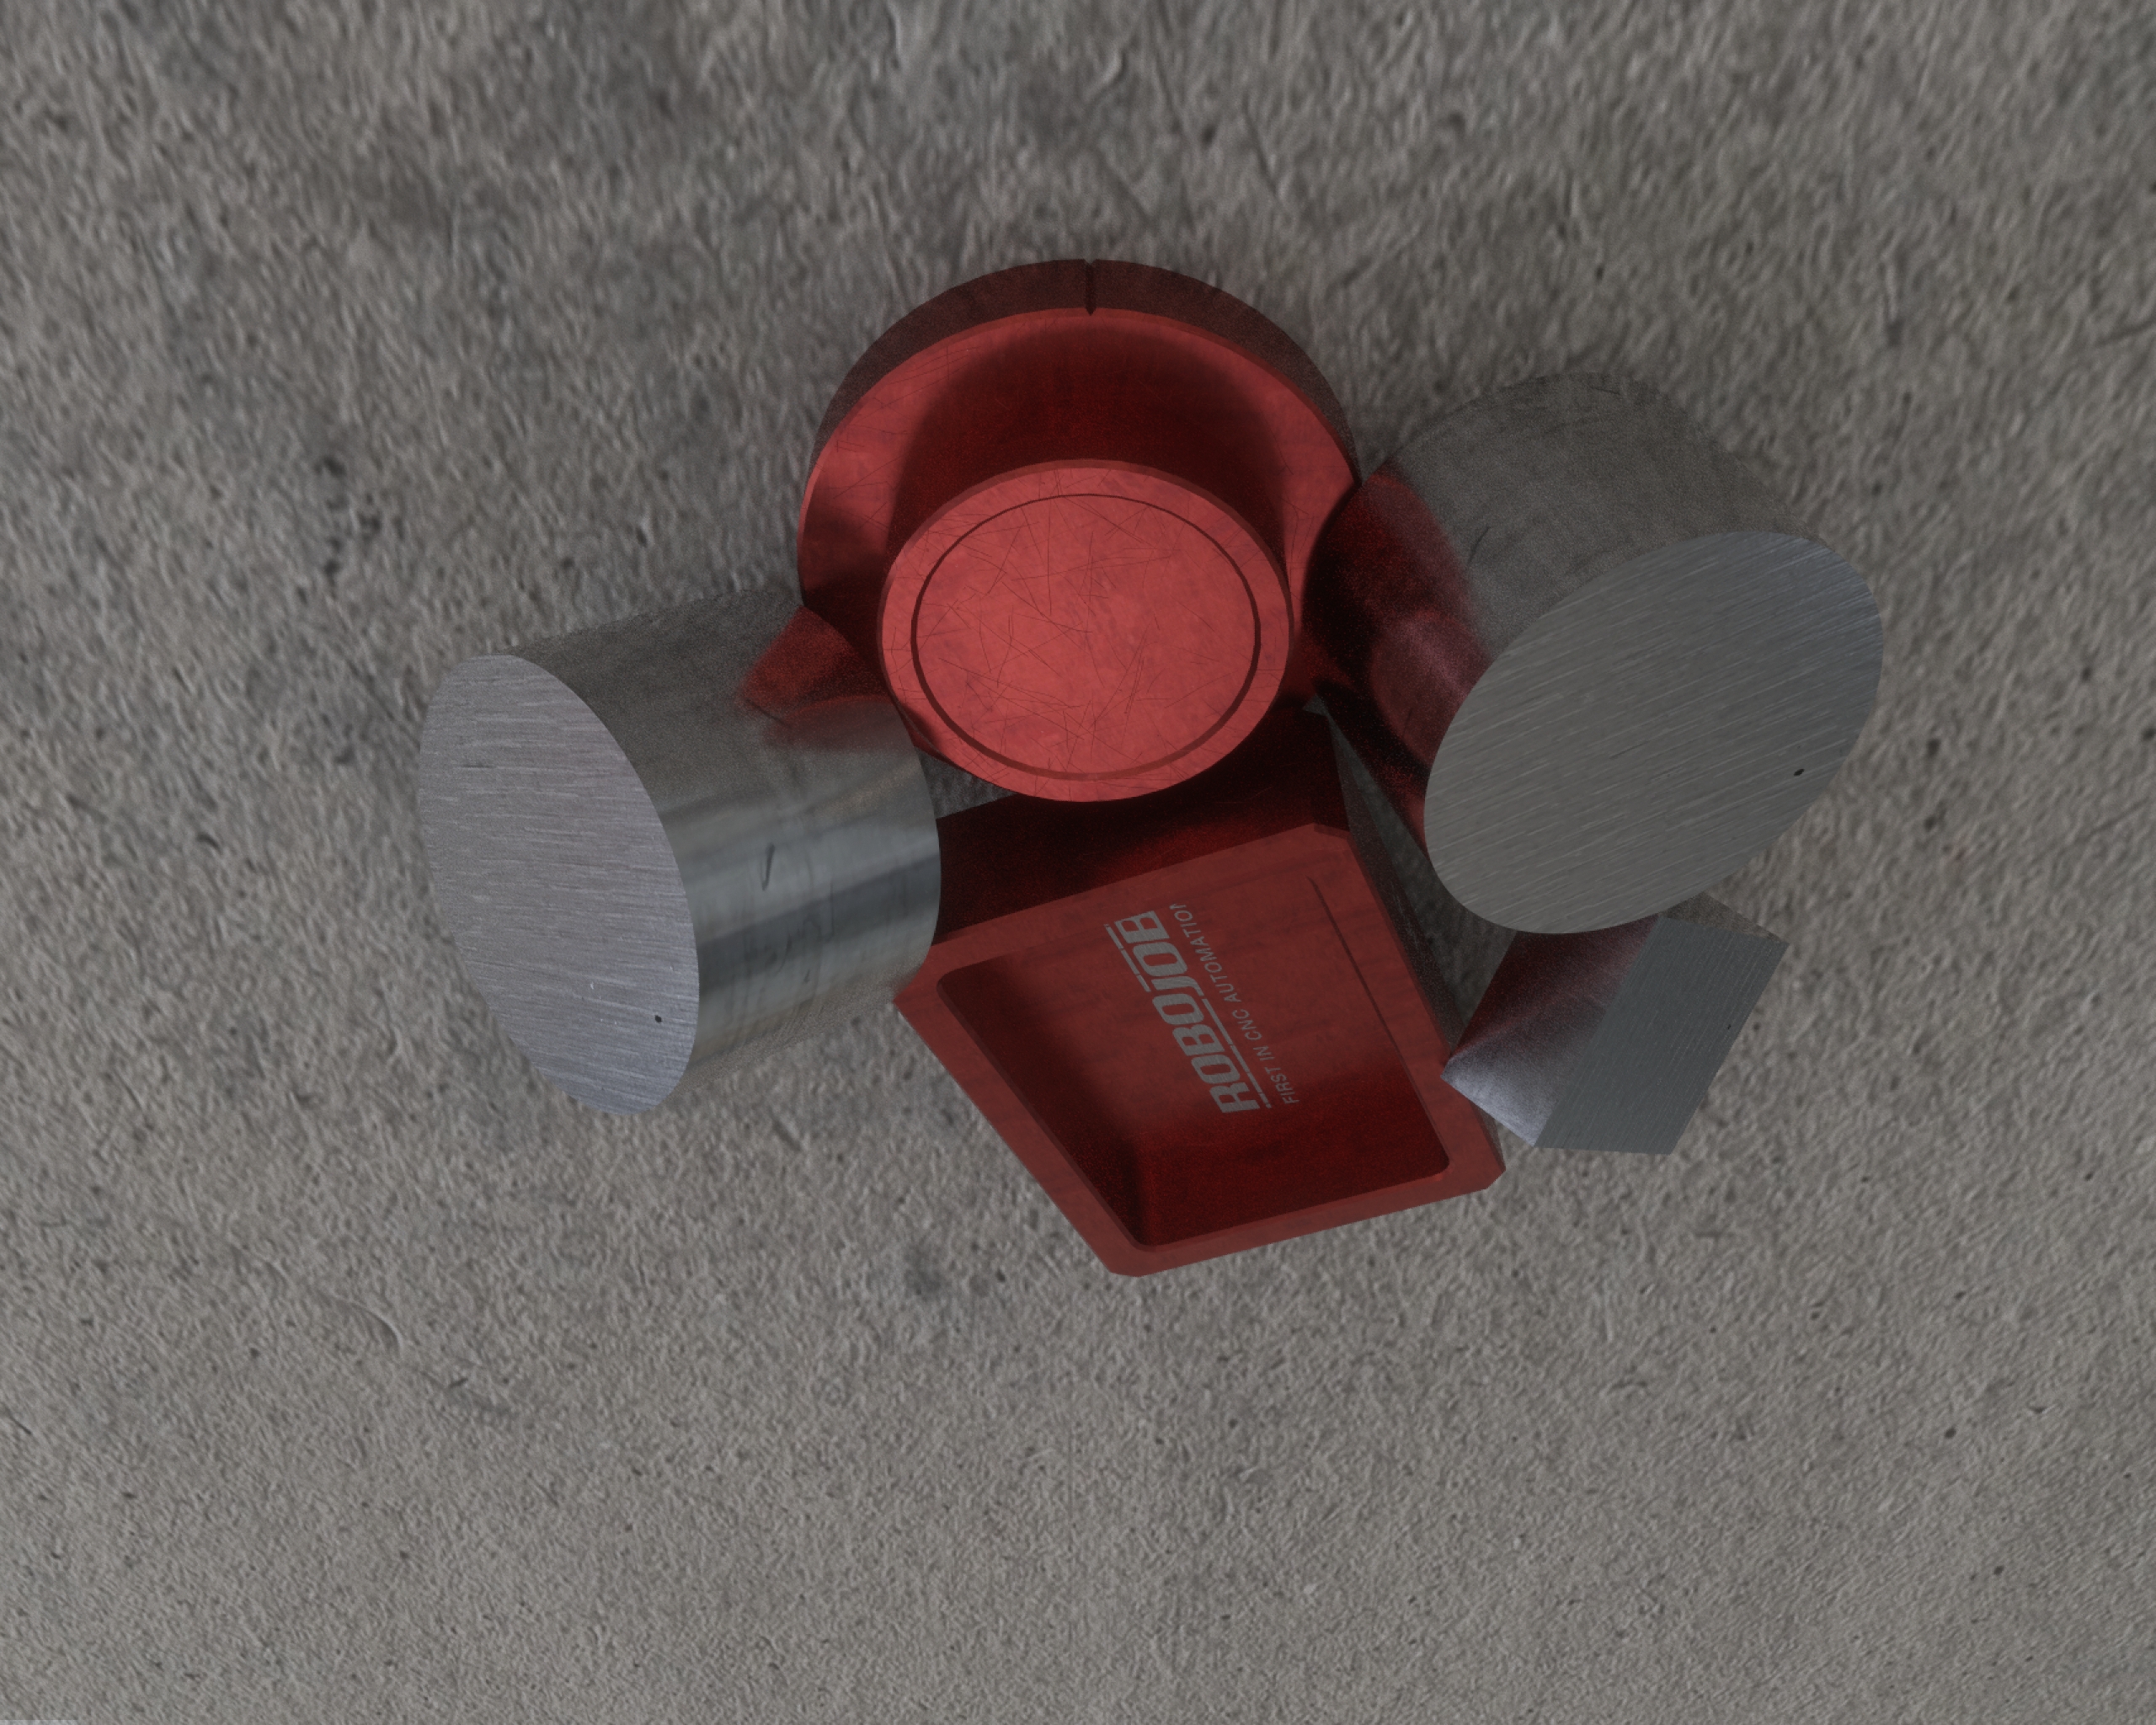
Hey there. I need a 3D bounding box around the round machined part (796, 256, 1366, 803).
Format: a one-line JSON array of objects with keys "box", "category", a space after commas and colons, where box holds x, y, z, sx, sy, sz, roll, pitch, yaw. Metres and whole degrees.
[{"box": [0.001, -0.049, 0.357, 0.099, 0.042, 0.097, 0, 130, 0], "category": "round machined part"}]

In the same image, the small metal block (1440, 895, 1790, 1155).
[{"box": [0.106, 0.029, 0.411, 0.050, 0.025, 0.050, 11, 110, -44], "category": "small metal block"}]

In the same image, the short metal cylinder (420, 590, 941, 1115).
[{"box": [-0.070, -0.003, 0.361, 0.050, 0.080, 0.079, -23, 146, -41], "category": "short metal cylinder"}]

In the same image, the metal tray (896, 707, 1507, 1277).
[{"box": [0.026, 0.032, 0.418, 0.090, 0.030, 0.130, -17, 138, 14], "category": "metal tray"}]

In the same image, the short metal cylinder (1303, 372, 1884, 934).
[{"box": [0.085, -0.034, 0.350, 0.081, 0.050, 0.079, -12, 134, -13], "category": "short metal cylinder"}]
